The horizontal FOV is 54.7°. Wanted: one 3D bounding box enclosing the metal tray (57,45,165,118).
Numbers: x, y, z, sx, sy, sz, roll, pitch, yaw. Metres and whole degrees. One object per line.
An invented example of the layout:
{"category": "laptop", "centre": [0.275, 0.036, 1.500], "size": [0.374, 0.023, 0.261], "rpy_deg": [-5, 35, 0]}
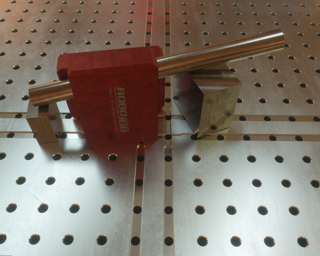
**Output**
{"category": "metal tray", "centre": [-0.060, -0.059, 0.413], "size": [0.131, 0.089, 0.030], "rpy_deg": [-7, 52, -6]}

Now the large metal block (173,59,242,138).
{"category": "large metal block", "centre": [0.058, -0.048, 0.412], "size": [0.050, 0.080, 0.080], "rpy_deg": [-18, 53, -15]}

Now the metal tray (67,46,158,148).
{"category": "metal tray", "centre": [-0.049, -0.030, 0.364], "size": [0.091, 0.129, 0.030], "rpy_deg": [-7, 51, -7]}

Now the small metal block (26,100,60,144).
{"category": "small metal block", "centre": [-0.150, -0.016, 0.402], "size": [0.025, 0.050, 0.050], "rpy_deg": [-6, 51, -6]}

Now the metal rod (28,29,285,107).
{"category": "metal rod", "centre": [-0.004, -0.071, 0.369], "size": [0.302, 0.025, 0.025], "rpy_deg": [-13, 51, 1]}
